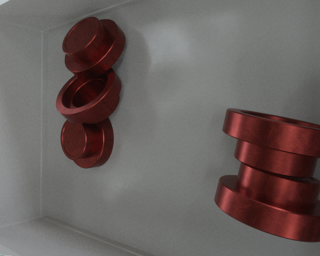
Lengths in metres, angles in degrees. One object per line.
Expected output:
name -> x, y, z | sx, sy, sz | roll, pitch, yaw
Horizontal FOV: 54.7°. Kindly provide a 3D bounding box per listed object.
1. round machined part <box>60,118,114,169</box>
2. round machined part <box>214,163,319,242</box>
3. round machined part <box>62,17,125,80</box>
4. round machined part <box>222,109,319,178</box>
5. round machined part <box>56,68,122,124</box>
round machined part -> -0.123, 0.016, 0.498 | 0.098, 0.042, 0.097 | 0, 90, 40
round machined part -> 0.102, 0.057, 0.275 | 0.098, 0.099, 0.042 | 17, 97, 38
round machined part -> -0.103, -0.123, 0.456 | 0.098, 0.042, 0.098 | -15, 56, 24
round machined part -> 0.104, 0.013, 0.274 | 0.098, 0.099, 0.042 | 17, 101, 38
round machined part -> -0.099, -0.045, 0.458 | 0.098, 0.042, 0.098 | -16, 47, 18
